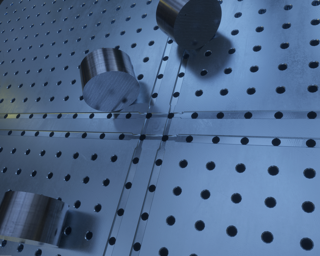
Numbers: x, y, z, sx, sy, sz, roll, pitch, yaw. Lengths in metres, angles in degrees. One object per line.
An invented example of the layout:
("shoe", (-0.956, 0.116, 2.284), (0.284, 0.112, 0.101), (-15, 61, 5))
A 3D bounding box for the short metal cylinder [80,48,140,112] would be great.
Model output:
("short metal cylinder", (-0.074, -0.069, 0.452), (0.080, 0.080, 0.050), (-26, 53, 11))

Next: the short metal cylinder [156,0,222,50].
("short metal cylinder", (0.041, -0.161, 0.449), (0.080, 0.080, 0.050), (-39, 51, 1))

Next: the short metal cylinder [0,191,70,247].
("short metal cylinder", (-0.159, 0.115, 0.384), (0.080, 0.080, 0.050), (-5, 60, 25))
